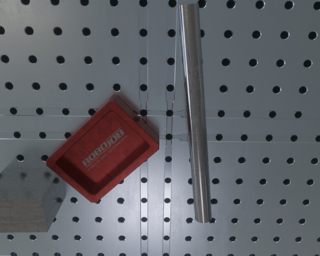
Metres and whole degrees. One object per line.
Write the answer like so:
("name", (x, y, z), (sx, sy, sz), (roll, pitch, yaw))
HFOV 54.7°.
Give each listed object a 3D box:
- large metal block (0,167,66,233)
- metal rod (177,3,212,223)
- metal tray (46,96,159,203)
("large metal block", (-0.182, 0.094, 0.417), (0.081, 0.080, 0.050), (0, 110, 0))
("metal rod", (0.049, -0.005, 0.411), (0.025, 0.025, 0.298), (-6, 110, 2))
("metal tray", (-0.076, 0.031, 0.421), (0.130, 0.030, 0.090), (-41, 105, 13))
